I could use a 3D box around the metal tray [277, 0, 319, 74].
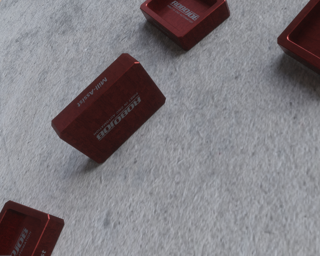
[{"bbox_3d":[0.209,-0.122,0.340,0.130,0.030,0.090,-51,50,15],"label":"metal tray"}]

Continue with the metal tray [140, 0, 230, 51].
[{"bbox_3d":[0.036,-0.188,0.495,0.090,0.030,0.130,-40,51,0],"label":"metal tray"}]

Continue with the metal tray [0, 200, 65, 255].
[{"bbox_3d":[-0.188,0.167,0.394,0.090,0.030,0.130,7,65,30],"label":"metal tray"}]

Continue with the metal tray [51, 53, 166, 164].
[{"bbox_3d":[-0.062,-0.022,0.406,0.130,0.090,0.030,-45,51,-3],"label":"metal tray"}]
